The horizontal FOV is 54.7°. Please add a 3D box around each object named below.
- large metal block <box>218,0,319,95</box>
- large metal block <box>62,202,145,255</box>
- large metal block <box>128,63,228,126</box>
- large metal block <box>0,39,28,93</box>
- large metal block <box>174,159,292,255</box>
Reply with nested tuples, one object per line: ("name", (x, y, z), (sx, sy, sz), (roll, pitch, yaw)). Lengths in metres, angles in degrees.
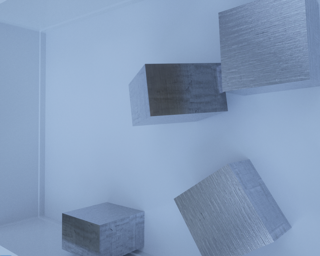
("large metal block", (0.107, -0.078, 0.301), (0.080, 0.050, 0.080), (-4, 87, 39))
("large metal block", (-0.079, 0.143, 0.434), (0.080, 0.081, 0.050), (1, 91, 39))
("large metal block", (0.015, -0.034, 0.337), (0.080, 0.081, 0.050), (159, 106, -72))
("large metal block", (-0.334, -0.131, 0.664), (0.080, 0.050, 0.080), (-35, 69, 34))
("large metal block", (0.074, 0.090, 0.328), (0.080, 0.050, 0.080), (-41, 65, 32))
